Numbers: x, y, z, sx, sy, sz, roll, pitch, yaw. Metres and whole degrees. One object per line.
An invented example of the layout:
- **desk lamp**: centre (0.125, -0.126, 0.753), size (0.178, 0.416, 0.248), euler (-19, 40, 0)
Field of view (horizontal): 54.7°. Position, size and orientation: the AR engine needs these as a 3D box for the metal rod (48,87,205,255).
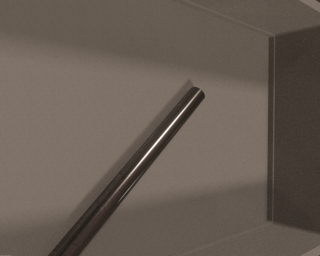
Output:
- **metal rod**: centre (-0.030, 0.050, 0.382), size (0.301, 0.025, 0.025), euler (-50, 120, -29)
